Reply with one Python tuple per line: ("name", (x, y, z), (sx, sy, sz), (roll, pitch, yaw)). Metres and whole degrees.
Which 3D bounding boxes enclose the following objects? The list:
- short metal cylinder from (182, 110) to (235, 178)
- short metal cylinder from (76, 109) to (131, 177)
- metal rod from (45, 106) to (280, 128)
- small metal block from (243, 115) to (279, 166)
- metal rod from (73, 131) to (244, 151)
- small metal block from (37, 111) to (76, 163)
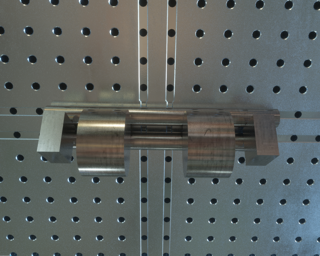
("short metal cylinder", (0.055, 0.019, 0.368), (0.050, 0.080, 0.079), (1, 110, 0))
("short metal cylinder", (-0.063, 0.017, 0.366), (0.050, 0.080, 0.079), (1, 110, 0))
("metal rod", (0.003, -0.015, 0.408), (0.302, 0.025, 0.025), (1, 110, -1))
("small metal block", (0.123, 0.016, 0.383), (0.025, 0.050, 0.050), (1, 69, 0))
("metal rod", (0.000, 0.018, 0.420), (0.302, 0.025, 0.025), (1, 110, -1))
("small metal block", (-0.125, 0.013, 0.380), (0.025, 0.050, 0.050), (1, 68, 0))
